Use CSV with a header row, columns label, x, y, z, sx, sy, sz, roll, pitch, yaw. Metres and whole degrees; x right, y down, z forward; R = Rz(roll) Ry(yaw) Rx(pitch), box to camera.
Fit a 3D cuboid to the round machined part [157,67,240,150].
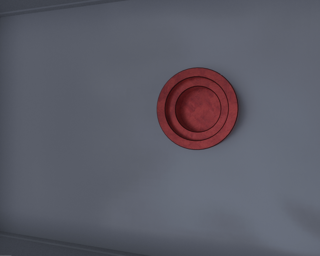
label,x,y,z,sx,sy,sz,roll,pitch,yaw
round machined part,0.049,-0.023,0.384,0.098,0.042,0.097,0,90,20
